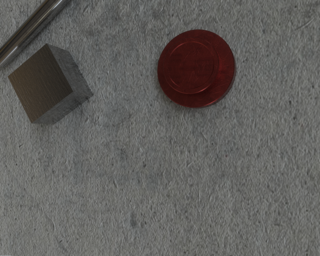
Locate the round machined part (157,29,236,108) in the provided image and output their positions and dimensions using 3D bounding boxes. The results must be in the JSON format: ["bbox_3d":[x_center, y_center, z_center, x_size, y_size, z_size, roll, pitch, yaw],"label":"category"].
[{"bbox_3d":[0.042,-0.074,0.384,0.098,0.042,0.097,0,90,19],"label":"round machined part"}]

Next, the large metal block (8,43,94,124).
[{"bbox_3d":[-0.158,-0.061,0.450,0.080,0.050,0.080,-33,80,16],"label":"large metal block"}]

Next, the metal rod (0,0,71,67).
[{"bbox_3d":[-0.144,-0.197,0.458,0.300,0.025,0.025,-38,78,15],"label":"metal rod"}]
